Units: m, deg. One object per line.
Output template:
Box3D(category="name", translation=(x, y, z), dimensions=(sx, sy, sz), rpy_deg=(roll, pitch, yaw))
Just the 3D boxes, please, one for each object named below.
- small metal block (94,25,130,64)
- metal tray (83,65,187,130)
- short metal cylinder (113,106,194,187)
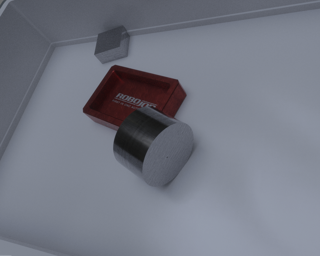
Box3D(category="small metal block", translation=(-0.082, -0.143, 0.535), dimensions=(0.050, 0.025, 0.050), rpy_deg=(-11, 57, 22))
Box3D(category="metal tray", translation=(-0.039, -0.037, 0.443), dimensions=(0.130, 0.030, 0.090), rpy_deg=(20, 72, 35))
Box3D(category="short metal cylinder", translation=(-0.007, 0.021, 0.360), dimensions=(0.050, 0.080, 0.080), rpy_deg=(30, 78, 37))
